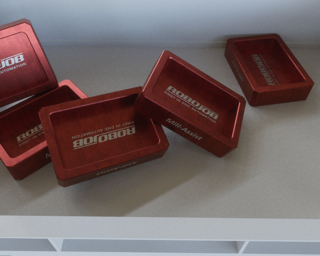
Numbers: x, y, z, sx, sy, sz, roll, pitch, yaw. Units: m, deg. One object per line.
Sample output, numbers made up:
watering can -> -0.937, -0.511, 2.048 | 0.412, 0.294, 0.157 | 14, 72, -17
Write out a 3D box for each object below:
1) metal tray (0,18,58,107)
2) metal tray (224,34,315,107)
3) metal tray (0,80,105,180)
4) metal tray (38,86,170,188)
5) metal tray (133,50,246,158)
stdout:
metal tray -> -0.212, -0.075, 0.396 | 0.131, 0.090, 0.030 | -23, 34, -11
metal tray -> 0.164, -0.094, 0.481 | 0.091, 0.030, 0.130 | -7, 50, -7
metal tray -> -0.149, -0.003, 0.403 | 0.131, 0.030, 0.090 | -34, 58, -25
metal tray -> -0.066, 0.007, 0.369 | 0.131, 0.030, 0.090 | -15, 70, -20
metal tray -> 0.042, -0.031, 0.392 | 0.130, 0.030, 0.090 | 30, 52, -10
